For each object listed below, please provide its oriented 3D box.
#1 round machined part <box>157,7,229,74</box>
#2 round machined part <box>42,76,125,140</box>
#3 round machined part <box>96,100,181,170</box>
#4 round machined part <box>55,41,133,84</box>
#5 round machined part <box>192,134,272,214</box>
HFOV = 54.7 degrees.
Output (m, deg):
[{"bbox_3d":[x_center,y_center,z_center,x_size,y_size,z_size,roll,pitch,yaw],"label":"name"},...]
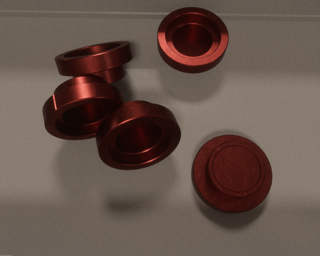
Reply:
[{"bbox_3d":[0.046,-0.121,0.445,0.099,0.042,0.098,0,70,-1],"label":"round machined part"},{"bbox_3d":[-0.092,-0.027,0.380,0.099,0.098,0.042,-16,65,-6],"label":"round machined part"},{"bbox_3d":[-0.028,0.005,0.373,0.099,0.098,0.042,-16,51,-6],"label":"round machined part"},{"bbox_3d":[-0.084,-0.083,0.412,0.099,0.098,0.042,-13,114,-5],"label":"round machined part"},{"bbox_3d":[0.090,0.054,0.382,0.099,0.042,0.098,0,70,-1],"label":"round machined part"}]
